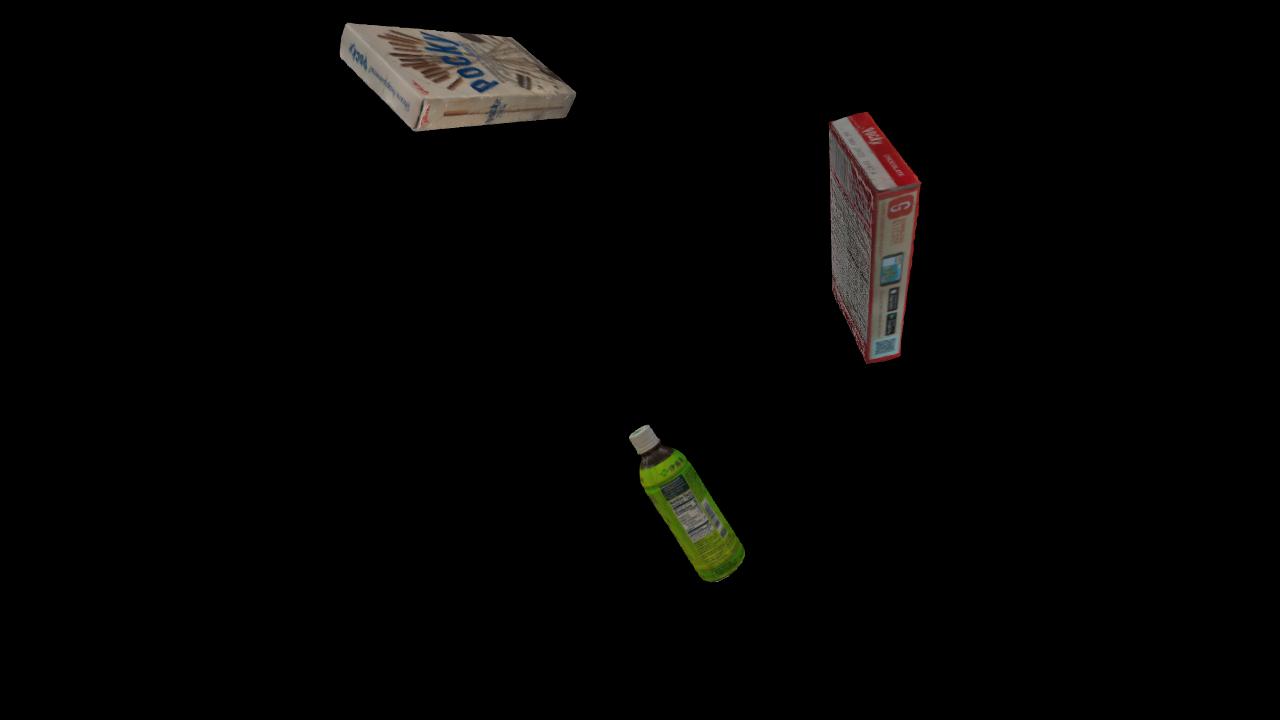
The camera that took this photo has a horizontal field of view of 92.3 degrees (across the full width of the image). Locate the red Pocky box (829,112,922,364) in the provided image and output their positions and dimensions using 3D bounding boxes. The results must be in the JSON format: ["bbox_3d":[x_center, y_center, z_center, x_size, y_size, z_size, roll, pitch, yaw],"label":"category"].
[{"bbox_3d":[0.152,-0.076,0.412,0.028,0.083,0.155,-15,-41,6],"label":"red Pocky box"}]

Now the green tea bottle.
[{"bbox_3d":[0.054,0.177,0.780,0.073,0.212,0.073,-29,8,5],"label":"green tea bottle"}]

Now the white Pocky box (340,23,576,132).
[{"bbox_3d":[-0.126,-0.208,0.453,0.154,0.084,0.028,-32,-17,-49],"label":"white Pocky box"}]
